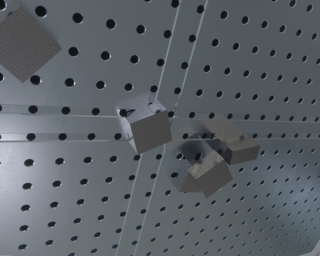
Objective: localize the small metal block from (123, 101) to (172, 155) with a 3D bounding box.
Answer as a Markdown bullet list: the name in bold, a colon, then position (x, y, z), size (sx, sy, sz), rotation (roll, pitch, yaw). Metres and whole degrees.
- **small metal block**: position (-0.015, 0.000, 0.402), size (0.050, 0.025, 0.050), rotation (-22, 127, -15)

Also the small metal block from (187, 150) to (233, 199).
- **small metal block**: position (0.075, 0.069, 0.462), size (0.050, 0.025, 0.050), rotation (-35, 129, -6)

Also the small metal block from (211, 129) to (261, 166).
- **small metal block**: position (0.115, 0.028, 0.474), size (0.050, 0.050, 0.025), rotation (-9, 122, -24)

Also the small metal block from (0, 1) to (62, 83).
- **small metal block**: position (-0.130, -0.080, 0.290), size (0.050, 0.025, 0.050), rotation (-41, 129, 0)

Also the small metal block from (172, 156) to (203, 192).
- **small metal block**: position (0.054, 0.073, 0.485), size (0.050, 0.025, 0.050), rotation (8, 114, -32)
